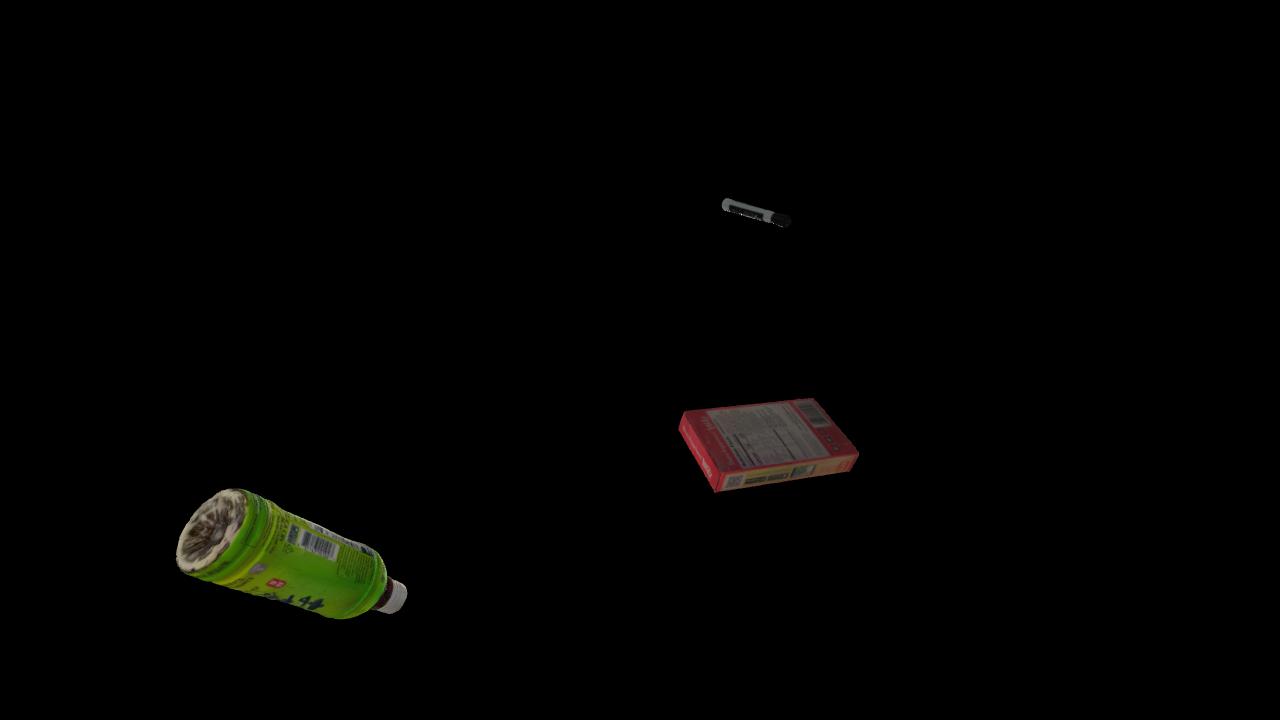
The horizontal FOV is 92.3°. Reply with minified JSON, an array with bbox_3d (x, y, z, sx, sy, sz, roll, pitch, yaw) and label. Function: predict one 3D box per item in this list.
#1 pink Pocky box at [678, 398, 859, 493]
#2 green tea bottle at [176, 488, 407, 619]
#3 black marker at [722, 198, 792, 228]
[{"bbox_3d":[0.122,0.078,0.590,0.155,0.029,0.084,-4,38,-23],"label":"pink Pocky box"},{"bbox_3d":[-0.287,0.184,0.545,0.073,0.073,0.212,0,-33,29],"label":"green tea bottle"},{"bbox_3d":[0.174,-0.220,0.921,0.121,0.020,0.020,29,19,39],"label":"black marker"}]
